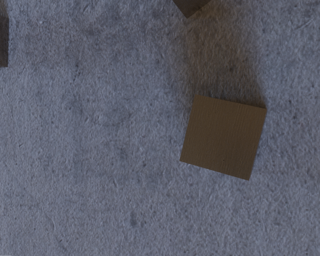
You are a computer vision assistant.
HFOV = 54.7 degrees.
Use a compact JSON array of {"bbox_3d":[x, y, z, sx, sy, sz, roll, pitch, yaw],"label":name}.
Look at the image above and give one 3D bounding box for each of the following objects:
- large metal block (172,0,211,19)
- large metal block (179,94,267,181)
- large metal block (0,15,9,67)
[{"bbox_3d":[0.041,-0.186,0.365,0.080,0.080,0.050,-34,79,16],"label":"large metal block"},{"bbox_3d":[0.077,0.009,0.368,0.080,0.050,0.079,14,95,19],"label":"large metal block"},{"bbox_3d":[-0.295,-0.140,0.497,0.080,0.050,0.079,2,91,19],"label":"large metal block"}]
